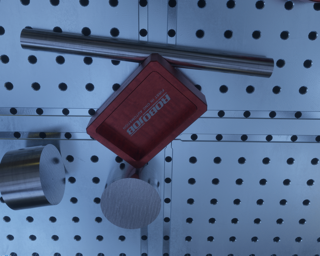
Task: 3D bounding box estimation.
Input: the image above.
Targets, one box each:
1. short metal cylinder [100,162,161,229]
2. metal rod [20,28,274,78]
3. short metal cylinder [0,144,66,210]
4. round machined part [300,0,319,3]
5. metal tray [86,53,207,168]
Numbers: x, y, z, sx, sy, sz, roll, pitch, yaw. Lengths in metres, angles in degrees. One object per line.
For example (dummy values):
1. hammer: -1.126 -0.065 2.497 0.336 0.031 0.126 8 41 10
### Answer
1. short metal cylinder: -0.039 0.093 0.434 0.081 0.050 0.079 0 110 0
2. metal rod: -0.013 -0.091 0.379 0.302 0.025 0.025 6 110 -3
3. short metal cylinder: -0.164 0.064 0.406 0.050 0.080 0.079 -9 110 3
4. round machined part: 0.175 -0.188 0.336 0.099 0.042 0.097 0 110 0
5. metal tray: -0.018 -0.017 0.389 0.090 0.030 0.130 39 114 -19
